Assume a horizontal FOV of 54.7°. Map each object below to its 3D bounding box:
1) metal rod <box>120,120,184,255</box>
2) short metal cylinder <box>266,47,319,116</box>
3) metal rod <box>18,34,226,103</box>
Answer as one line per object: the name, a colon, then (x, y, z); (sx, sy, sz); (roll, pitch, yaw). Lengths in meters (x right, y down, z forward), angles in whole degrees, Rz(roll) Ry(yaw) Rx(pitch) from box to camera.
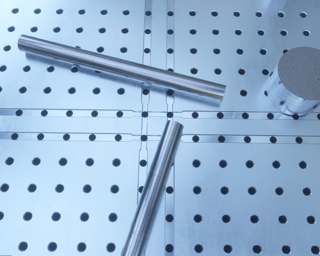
metal rod: (-0.027, 0.129, 0.364); (0.025, 0.025, 0.299); (17, 71, 6)
short metal cylinder: (0.192, -0.063, 0.423); (0.081, 0.050, 0.080); (0, 69, 0)
metal rod: (-0.057, -0.086, 0.442); (0.301, 0.025, 0.025); (15, 71, 5)
